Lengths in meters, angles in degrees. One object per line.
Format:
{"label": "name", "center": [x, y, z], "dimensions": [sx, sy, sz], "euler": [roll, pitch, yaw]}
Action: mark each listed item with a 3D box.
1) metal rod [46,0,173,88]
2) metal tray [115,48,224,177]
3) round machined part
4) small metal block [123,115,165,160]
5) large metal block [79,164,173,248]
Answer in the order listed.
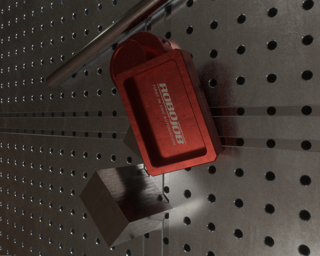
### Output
{"label": "metal rod", "center": [-0.088, -0.133, 0.478], "dimensions": [0.299, 0.025, 0.025], "euler": [-23, 75, 37]}
{"label": "metal tray", "center": [0.010, -0.016, 0.365], "dimensions": [0.090, 0.030, 0.129], "euler": [-18, 92, 26]}
{"label": "round machined part", "center": [-0.030, -0.082, 0.421], "dimensions": [0.098, 0.042, 0.097], "euler": [0, 90, 39]}
{"label": "small metal block", "center": [-0.018, 0.011, 0.422], "dimensions": [0.050, 0.025, 0.050], "euler": [38, 113, 33]}
{"label": "large metal block", "center": [-0.045, 0.098, 0.408], "dimensions": [0.080, 0.081, 0.050], "euler": [50, 119, 28]}
